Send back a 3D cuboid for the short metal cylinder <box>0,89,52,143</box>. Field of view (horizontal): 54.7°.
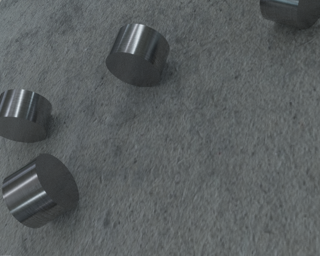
[{"bbox_3d":[-0.217,-0.017,0.491,0.080,0.080,0.050,-13,57,21],"label":"short metal cylinder"}]

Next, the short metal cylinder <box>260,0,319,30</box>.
[{"bbox_3d":[0.170,-0.168,0.383,0.050,0.080,0.080,35,81,38],"label":"short metal cylinder"}]

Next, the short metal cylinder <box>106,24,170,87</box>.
[{"bbox_3d":[-0.031,-0.102,0.446,0.080,0.080,0.050,3,64,29],"label":"short metal cylinder"}]

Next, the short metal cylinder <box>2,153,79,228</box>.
[{"bbox_3d":[-0.150,0.080,0.397,0.050,0.080,0.080,-32,52,7],"label":"short metal cylinder"}]
